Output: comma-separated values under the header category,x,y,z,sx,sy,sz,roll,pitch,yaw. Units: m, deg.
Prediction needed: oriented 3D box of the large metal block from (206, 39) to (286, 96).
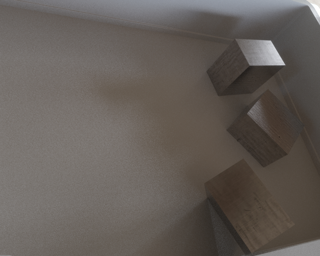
category,x,y,z,sx,sy,sz,roll,pitch,yaw
large metal block,0.137,-0.097,0.503,0.081,0.080,0.050,-8,66,-32

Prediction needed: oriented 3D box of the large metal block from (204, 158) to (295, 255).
category,x,y,z,sx,sy,sz,roll,pitch,yaw
large metal block,0.095,0.091,0.348,0.050,0.080,0.080,-32,65,-4

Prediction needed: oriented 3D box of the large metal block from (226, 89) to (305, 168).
category,x,y,z,sx,sy,sz,roll,pitch,yaw
large metal block,0.163,-0.001,0.478,0.080,0.050,0.080,46,51,4
